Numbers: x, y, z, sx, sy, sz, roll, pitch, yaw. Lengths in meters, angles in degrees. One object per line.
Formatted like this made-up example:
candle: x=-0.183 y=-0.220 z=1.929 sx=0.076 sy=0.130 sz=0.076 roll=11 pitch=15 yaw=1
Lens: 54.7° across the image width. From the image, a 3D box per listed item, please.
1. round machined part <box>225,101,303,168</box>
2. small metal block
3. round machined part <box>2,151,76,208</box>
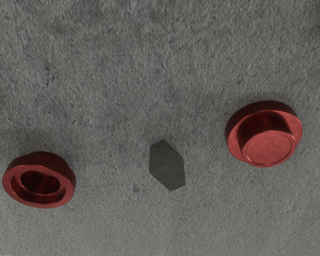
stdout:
round machined part: x=0.139 y=0.015 z=0.411 sx=0.099 sy=0.042 sz=0.097 roll=-1 pitch=130 yaw=0
small metal block: x=0.010 y=0.052 z=0.436 sx=0.025 sy=0.050 sz=0.050 roll=-29 pitch=125 yaw=22
round machined part: x=-0.173 y=0.072 z=0.455 sx=0.099 sy=0.042 sz=0.097 roll=-1 pitch=130 yaw=0
